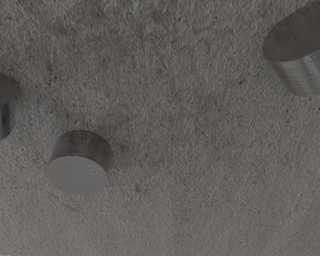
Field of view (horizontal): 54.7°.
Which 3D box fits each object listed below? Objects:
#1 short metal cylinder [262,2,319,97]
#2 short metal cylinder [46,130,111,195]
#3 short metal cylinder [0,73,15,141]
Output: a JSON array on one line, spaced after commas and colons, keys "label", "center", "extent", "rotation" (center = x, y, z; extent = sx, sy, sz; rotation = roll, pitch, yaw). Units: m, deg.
[{"label": "short metal cylinder", "center": [0.151, -0.078, 0.306], "extent": [0.080, 0.080, 0.050], "rotation": [-32, 123, 24]}, {"label": "short metal cylinder", "center": [-0.111, 0.049, 0.431], "extent": [0.081, 0.050, 0.079], "rotation": [0, 130, 0]}, {"label": "short metal cylinder", "center": [-0.207, -0.025, 0.348], "extent": [0.081, 0.080, 0.050], "rotation": [13, 129, -11]}]
